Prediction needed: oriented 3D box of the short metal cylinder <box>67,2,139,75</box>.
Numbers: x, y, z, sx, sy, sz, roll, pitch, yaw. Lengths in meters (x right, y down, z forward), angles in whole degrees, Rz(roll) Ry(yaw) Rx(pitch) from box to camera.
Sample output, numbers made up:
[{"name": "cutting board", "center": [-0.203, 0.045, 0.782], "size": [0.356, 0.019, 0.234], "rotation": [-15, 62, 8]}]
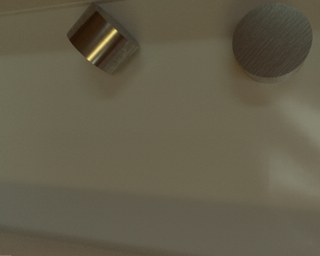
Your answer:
[{"name": "short metal cylinder", "center": [-0.073, -0.116, 0.407], "size": [0.050, 0.080, 0.080], "rotation": [-45, 76, 15]}]

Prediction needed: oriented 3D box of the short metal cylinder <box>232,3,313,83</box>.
[{"name": "short metal cylinder", "center": [0.126, -0.093, 0.352], "size": [0.080, 0.050, 0.080], "rotation": [0, 90, 20]}]
